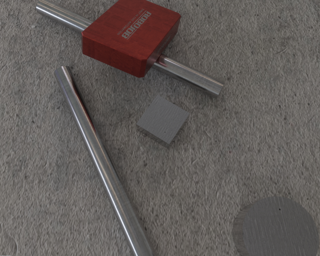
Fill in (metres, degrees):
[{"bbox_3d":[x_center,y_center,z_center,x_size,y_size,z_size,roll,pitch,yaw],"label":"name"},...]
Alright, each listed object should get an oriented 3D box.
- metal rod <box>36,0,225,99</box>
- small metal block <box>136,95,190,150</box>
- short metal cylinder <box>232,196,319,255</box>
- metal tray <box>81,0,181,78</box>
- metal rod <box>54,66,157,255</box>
[{"bbox_3d":[-0.048,-0.119,0.450,0.301,0.025,0.025,27,72,9],"label":"metal rod"},{"bbox_3d":[0.004,-0.008,0.411,0.050,0.025,0.050,31,73,10],"label":"small metal block"},{"bbox_3d":[0.128,0.121,0.351,0.081,0.050,0.080,0,70,0],"label":"short metal cylinder"},{"bbox_3d":[-0.036,-0.132,0.428,0.090,0.030,0.130,24,50,7],"label":"metal tray"},{"bbox_3d":[-0.070,0.047,0.390,0.025,0.025,0.299,-25,72,-9],"label":"metal rod"}]
